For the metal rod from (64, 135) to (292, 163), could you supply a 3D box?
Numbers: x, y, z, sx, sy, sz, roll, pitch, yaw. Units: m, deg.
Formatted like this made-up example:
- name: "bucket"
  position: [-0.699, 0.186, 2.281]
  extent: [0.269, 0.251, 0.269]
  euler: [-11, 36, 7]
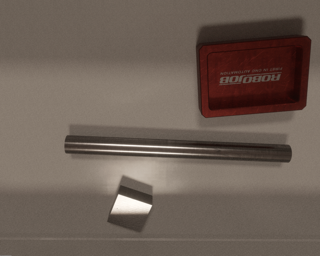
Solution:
- name: "metal rod"
  position: [0.026, 0.029, 0.422]
  extent: [0.302, 0.025, 0.025]
  euler: [3, 110, -2]

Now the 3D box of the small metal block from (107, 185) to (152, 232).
- name: "small metal block"
  position: [-0.044, 0.118, 0.454]
  extent: [0.050, 0.025, 0.050]
  euler: [20, 109, -8]

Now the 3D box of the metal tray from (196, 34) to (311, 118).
- name: "metal tray"
  position: [0.114, -0.064, 0.386]
  extent: [0.131, 0.030, 0.089]
  euler: [-5, 110, 1]
